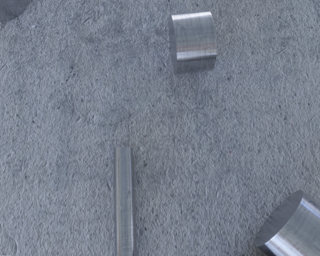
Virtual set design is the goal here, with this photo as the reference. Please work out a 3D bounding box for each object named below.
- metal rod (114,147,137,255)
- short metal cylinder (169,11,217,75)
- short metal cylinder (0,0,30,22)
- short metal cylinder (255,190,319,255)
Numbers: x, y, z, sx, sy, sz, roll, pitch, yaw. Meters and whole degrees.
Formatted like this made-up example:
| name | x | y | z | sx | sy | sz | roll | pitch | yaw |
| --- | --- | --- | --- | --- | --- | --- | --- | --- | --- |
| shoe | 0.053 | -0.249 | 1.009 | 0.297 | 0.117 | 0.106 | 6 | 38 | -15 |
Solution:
| name | x | y | z | sx | sy | sz | roll | pitch | yaw |
| --- | --- | --- | --- | --- | --- | --- | --- | --- | --- |
| metal rod | -0.037 | 0.168 | 0.346 | 0.025 | 0.025 | 0.299 | -3 | 70 | -1 |
| short metal cylinder | 0.042 | -0.115 | 0.421 | 0.050 | 0.080 | 0.080 | -7 | 70 | -2 |
| short metal cylinder | -0.240 | -0.204 | 0.451 | 0.080 | 0.080 | 0.050 | -39 | 75 | -13 |
| short metal cylinder | 0.150 | 0.115 | 0.338 | 0.050 | 0.080 | 0.080 | 40 | 75 | 13 |
